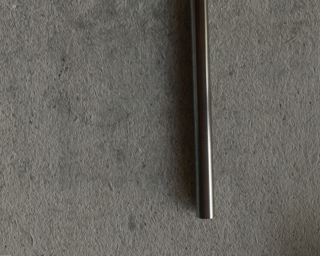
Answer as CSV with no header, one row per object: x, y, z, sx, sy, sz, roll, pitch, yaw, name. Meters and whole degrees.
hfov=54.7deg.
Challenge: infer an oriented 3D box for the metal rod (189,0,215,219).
0.055,-0.032,0.410,0.025,0.025,0.298,-2,90,-1,metal rod
